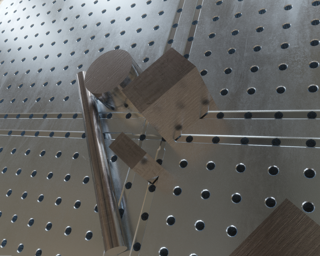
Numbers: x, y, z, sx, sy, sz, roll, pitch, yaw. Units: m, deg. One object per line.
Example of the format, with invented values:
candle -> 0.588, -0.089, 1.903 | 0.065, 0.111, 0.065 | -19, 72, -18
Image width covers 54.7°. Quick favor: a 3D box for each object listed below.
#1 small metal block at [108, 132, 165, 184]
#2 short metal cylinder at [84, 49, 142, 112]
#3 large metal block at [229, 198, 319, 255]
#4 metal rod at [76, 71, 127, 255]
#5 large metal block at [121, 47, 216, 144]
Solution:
small metal block -> -0.028, 0.037, 0.383 | 0.025, 0.050, 0.050 | -49, 52, -6
short metal cylinder -> -0.066, -0.072, 0.469 | 0.080, 0.050, 0.080 | -13, 56, 21
large metal block -> 0.113, 0.121, 0.259 | 0.080, 0.050, 0.080 | -44, 51, -3
metal rod -> -0.090, 0.025, 0.437 | 0.025, 0.025, 0.299 | -28, 52, 10
large metal block -> 0.013, -0.038, 0.388 | 0.080, 0.080, 0.050 | -41, 51, 0
